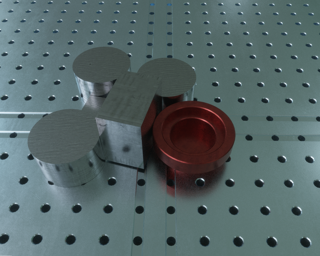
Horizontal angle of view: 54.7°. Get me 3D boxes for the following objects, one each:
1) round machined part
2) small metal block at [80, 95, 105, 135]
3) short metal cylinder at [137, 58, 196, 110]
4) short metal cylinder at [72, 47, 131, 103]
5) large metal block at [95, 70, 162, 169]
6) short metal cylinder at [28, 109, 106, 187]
[{"bbox_3d":[0.040,0.015,0.384,0.099,0.042,0.098,0,50,0],"label":"round machined part"},{"bbox_3d":[-0.079,-0.014,0.418,0.050,0.025,0.050,12,51,9],"label":"small metal block"},{"bbox_3d":[0.009,-0.054,0.436,0.080,0.050,0.080,0,50,0],"label":"short metal cylinder"},{"bbox_3d":[-0.082,-0.074,0.453,0.080,0.050,0.080,0,50,0],"label":"short metal cylinder"},{"bbox_3d":[-0.033,-0.010,0.376,0.050,0.080,0.080,12,51,10],"label":"large metal block"},{"bbox_3d":[-0.108,0.023,0.371,0.080,0.050,0.080,0,50,0],"label":"short metal cylinder"}]
